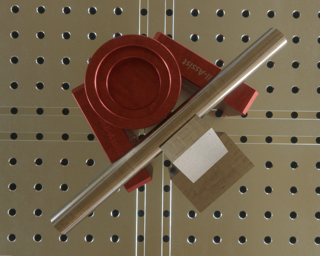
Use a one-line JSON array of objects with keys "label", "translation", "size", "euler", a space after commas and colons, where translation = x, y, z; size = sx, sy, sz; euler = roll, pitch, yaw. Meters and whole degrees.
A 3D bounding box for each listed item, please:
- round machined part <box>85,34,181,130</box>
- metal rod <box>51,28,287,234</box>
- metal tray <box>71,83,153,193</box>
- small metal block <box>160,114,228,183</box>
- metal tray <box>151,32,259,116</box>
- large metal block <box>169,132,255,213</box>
[{"label": "round machined part", "translation": [-0.028, -0.047, 0.336], "size": [0.099, 0.042, 0.097], "euler": [0, 90, -1]}, {"label": "metal rod", "translation": [0.010, 0.003, 0.323], "size": [0.300, 0.025, 0.025], "euler": [-41, 91, -1]}, {"label": "metal tray", "translation": [-0.053, 0.008, 0.380], "size": [0.030, 0.090, 0.130], "euler": [-29, 90, 0]}, {"label": "small metal block", "translation": [0.036, 0.023, 0.320], "size": [0.050, 0.050, 0.025], "euler": [-43, 46, 0]}, {"label": "metal tray", "translation": [0.046, -0.061, 0.380], "size": [0.130, 0.090, 0.030], "euler": [31, 91, -1]}, {"label": "large metal block", "translation": [0.058, 0.049, 0.383], "size": [0.080, 0.080, 0.050], "euler": [-41, 91, 0]}]
